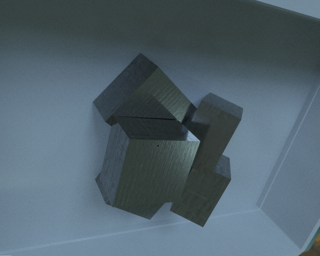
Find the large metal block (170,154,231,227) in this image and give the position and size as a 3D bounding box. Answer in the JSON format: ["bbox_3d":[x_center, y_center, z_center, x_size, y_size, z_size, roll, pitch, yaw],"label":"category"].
[{"bbox_3d":[0.060,0.079,0.446,0.050,0.080,0.079,26,108,3],"label":"large metal block"}]

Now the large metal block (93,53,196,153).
[{"bbox_3d":[-0.017,-0.026,0.367,0.080,0.050,0.080,-45,130,3],"label":"large metal block"}]

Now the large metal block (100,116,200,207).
[{"bbox_3d":[-0.013,0.036,0.340,0.081,0.050,0.079,3,116,-29],"label":"large metal block"}]

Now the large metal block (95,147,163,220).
[{"bbox_3d":[-0.025,0.067,0.416,0.080,0.050,0.080,34,99,-39],"label":"large metal block"}]

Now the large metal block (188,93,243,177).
[{"bbox_3d":[0.065,0.005,0.403,0.079,0.050,0.080,-65,171,18],"label":"large metal block"}]
